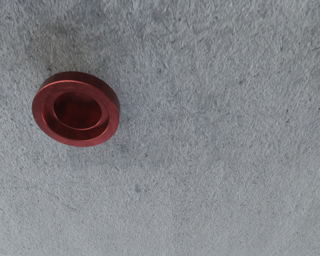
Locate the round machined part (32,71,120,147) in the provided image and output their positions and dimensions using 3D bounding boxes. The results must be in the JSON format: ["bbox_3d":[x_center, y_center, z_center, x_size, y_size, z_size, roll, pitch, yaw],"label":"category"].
[{"bbox_3d":[-0.097,-0.026,0.373,0.099,0.042,0.097,0,130,0],"label":"round machined part"}]
